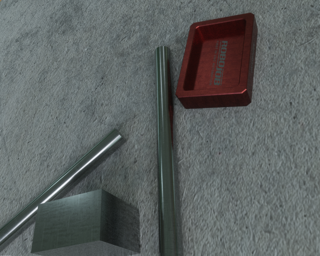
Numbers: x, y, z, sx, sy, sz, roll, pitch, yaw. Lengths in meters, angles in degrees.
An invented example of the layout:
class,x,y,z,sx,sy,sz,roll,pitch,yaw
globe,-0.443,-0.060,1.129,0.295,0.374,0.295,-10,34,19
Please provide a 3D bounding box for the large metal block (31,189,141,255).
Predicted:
class,x,y,z,sx,sy,sz,roll,pitch,yaw
large metal block,-0.076,0.111,0.339,0.080,0.080,0.050,-17,55,18

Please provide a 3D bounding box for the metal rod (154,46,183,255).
class,x,y,z,sx,sy,sz,roll,pitch,yaw
metal rod,0.008,0.011,0.391,0.025,0.025,0.299,-15,56,20

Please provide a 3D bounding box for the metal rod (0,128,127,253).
class,x,y,z,sx,sy,sz,roll,pitch,yaw
metal rod,-0.167,0.108,0.422,0.300,0.025,0.025,-41,51,-1

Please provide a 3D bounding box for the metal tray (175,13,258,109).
class,x,y,z,sx,sy,sz,roll,pitch,yaw
metal tray,0.078,-0.090,0.413,0.090,0.030,0.130,-1,61,27
